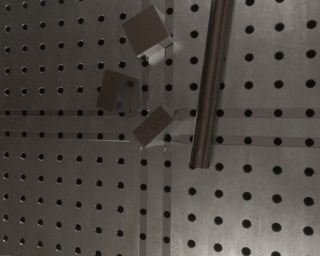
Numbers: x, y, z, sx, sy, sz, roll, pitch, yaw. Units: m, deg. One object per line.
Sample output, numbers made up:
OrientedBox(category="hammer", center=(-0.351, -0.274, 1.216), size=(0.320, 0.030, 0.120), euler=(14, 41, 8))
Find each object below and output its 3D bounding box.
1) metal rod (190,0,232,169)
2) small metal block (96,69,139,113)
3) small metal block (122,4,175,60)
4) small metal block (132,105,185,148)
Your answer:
OrientedBox(category="metal rod", center=(0.069, -0.099, 0.387), size=(0.025, 0.025, 0.298), euler=(8, 93, 19))
OrientedBox(category="small metal block", center=(-0.057, -0.048, 0.418), size=(0.025, 0.050, 0.050), euler=(18, 96, 19))
OrientedBox(category="small metal block", center=(-0.016, -0.128, 0.417), size=(0.050, 0.025, 0.050), euler=(-27, 81, 17))
OrientedBox(category="small metal block", center=(-0.001, -0.002, 0.399), size=(0.050, 0.050, 0.025), euler=(-44, 77, 14))
